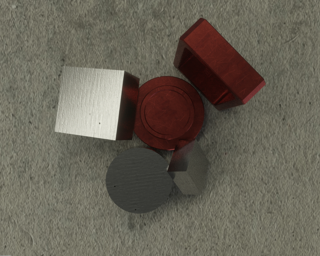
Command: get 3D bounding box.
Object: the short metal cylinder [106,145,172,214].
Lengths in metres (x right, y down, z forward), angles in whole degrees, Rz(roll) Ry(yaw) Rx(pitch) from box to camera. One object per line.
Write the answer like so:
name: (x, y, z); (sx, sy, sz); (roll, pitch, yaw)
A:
short metal cylinder: (-0.025, 0.063, 0.399); (0.081, 0.050, 0.079); (0, 90, -1)

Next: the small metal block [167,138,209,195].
small metal block: (0.037, 0.049, 0.388); (0.025, 0.050, 0.050); (-6, 135, 30)

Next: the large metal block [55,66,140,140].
large metal block: (-0.076, -0.030, 0.385); (0.080, 0.050, 0.079); (7, 90, 16)

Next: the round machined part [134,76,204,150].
round machined part: (0.009, -0.020, 0.404); (0.099, 0.042, 0.097); (0, 90, -1)

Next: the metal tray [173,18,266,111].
metal tray: (0.060, -0.065, 0.358); (0.030, 0.130, 0.090); (-44, 91, 0)
